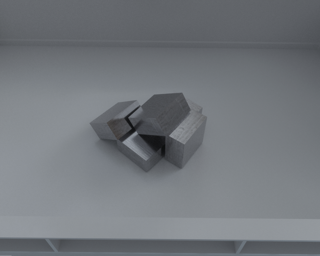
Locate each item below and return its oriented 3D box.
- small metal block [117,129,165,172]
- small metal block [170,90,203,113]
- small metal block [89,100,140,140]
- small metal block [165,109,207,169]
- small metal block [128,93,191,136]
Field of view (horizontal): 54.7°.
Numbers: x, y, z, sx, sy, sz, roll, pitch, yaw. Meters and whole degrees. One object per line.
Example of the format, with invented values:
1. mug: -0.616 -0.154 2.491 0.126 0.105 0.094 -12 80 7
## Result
1. small metal block: -0.018 0.019 0.387 0.050 0.025 0.050 35 58 25
2. small metal block: 0.021 -0.018 0.418 0.050 0.025 0.050 35 58 25
3. small metal block: -0.054 -0.010 0.395 0.050 0.025 0.050 -41 23 -28
4. small metal block: 0.031 0.013 0.376 0.025 0.050 0.050 29 56 21
5. small metal block: -0.001 -0.017 0.369 0.050 0.025 0.050 3 40 48
